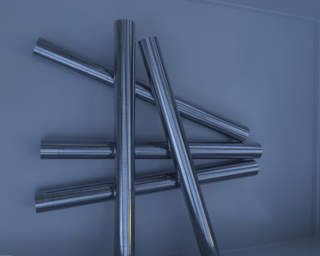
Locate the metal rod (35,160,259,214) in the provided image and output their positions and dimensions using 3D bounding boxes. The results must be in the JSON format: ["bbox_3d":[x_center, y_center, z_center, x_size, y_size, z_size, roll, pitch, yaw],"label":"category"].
[{"bbox_3d":[-0.002,0.073,0.409,0.303,0.025,0.025,-5,92,-20],"label":"metal rod"}]

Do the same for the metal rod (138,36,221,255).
[{"bbox_3d":[0.027,0.035,0.393,0.025,0.025,0.298,-19,97,-19],"label":"metal rod"}]

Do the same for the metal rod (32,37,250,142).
[{"bbox_3d":[-0.009,-0.042,0.406,0.302,0.025,0.025,21,83,-19],"label":"metal rod"}]

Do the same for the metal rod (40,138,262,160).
[{"bbox_3d":[0.004,0.029,0.411,0.303,0.025,0.025,2,90,-21],"label":"metal rod"}]

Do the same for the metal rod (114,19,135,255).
[{"bbox_3d":[-0.042,0.025,0.367,0.025,0.025,0.298,0,90,-20],"label":"metal rod"}]
